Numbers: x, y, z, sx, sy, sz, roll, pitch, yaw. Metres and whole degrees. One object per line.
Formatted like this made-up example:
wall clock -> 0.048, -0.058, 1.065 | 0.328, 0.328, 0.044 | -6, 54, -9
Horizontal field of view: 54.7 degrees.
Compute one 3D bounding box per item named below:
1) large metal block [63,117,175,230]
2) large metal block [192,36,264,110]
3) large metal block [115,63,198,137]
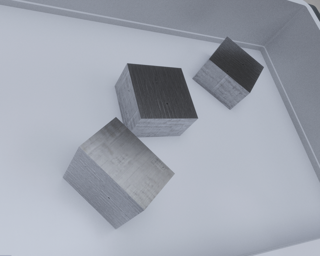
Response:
large metal block -> -0.045, 0.049, 0.317 | 0.080, 0.080, 0.050 | 44, 51, 2
large metal block -> 0.113, -0.090, 0.508 | 0.080, 0.050, 0.080 | 39, 51, -2
large metal block -> -0.007, -0.035, 0.409 | 0.081, 0.050, 0.080 | -1, 62, -29
